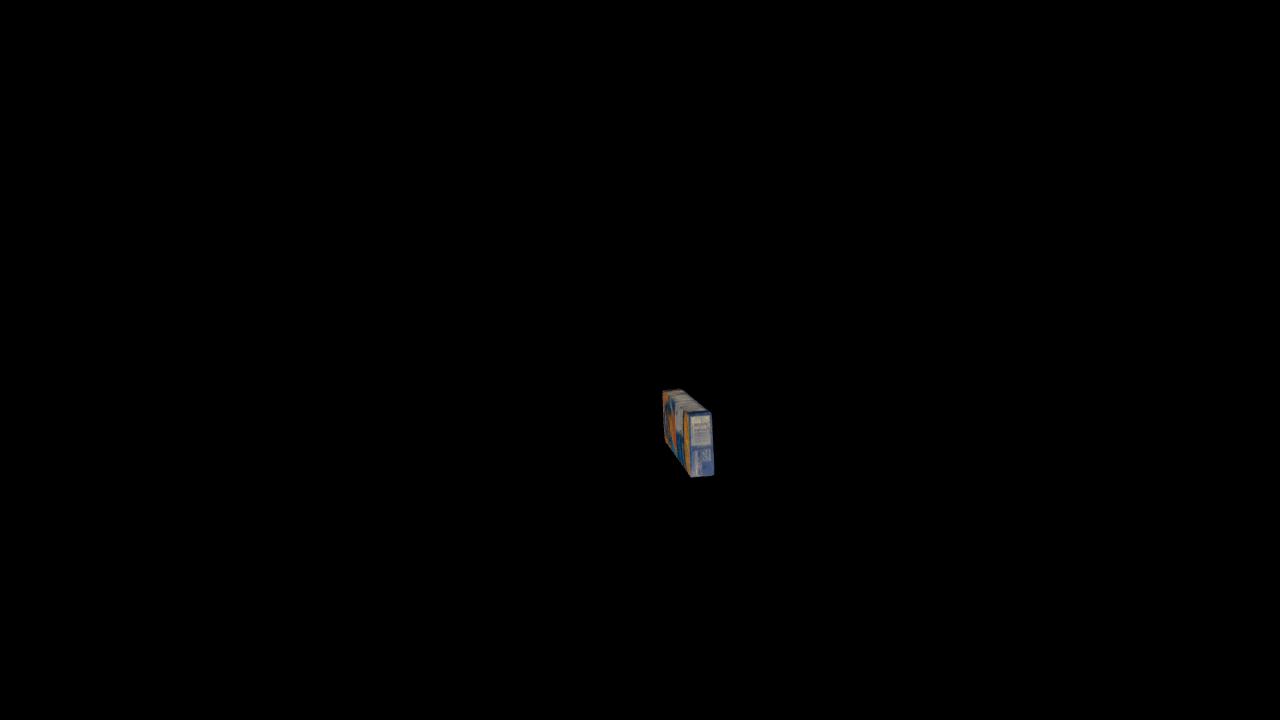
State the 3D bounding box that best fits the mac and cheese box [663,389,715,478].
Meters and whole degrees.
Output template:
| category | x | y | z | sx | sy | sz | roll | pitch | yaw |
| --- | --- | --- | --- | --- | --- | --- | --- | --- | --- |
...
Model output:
| category | x | y | z | sx | sy | sz | roll | pitch | yaw |
| --- | --- | --- | --- | --- | --- | --- | --- | --- | --- |
| mac and cheese box | 0.070 | 0.105 | 0.935 | 0.041 | 0.093 | 0.184 | -6 | 8 | -8 |
